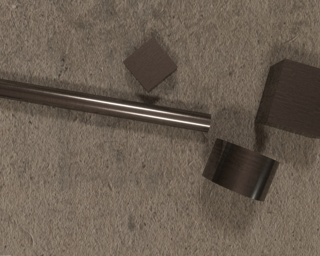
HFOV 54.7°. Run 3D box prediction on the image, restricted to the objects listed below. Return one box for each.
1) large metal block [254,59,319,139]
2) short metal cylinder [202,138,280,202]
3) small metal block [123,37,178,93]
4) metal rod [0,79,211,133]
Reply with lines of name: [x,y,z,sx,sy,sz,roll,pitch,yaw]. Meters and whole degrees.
large metal block: [0.179,-0.035,0.400,0.080,0.050,0.080,16,90,-1]
short metal cylinder: [0.099,0.051,0.384,0.080,0.080,0.050,22,90,-1]
small metal block: [-0.012,-0.082,0.410,0.050,0.025,0.050,-40,91,0]
metal rod: [-0.084,-0.031,0.408,0.302,0.025,0.025,10,90,-1]
